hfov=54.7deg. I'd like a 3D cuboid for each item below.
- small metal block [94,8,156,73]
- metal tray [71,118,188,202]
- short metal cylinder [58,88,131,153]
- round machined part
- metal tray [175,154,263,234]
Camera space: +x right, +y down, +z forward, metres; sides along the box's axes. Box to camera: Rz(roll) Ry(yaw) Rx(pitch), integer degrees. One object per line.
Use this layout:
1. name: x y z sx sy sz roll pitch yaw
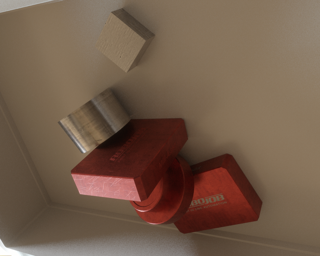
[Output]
1. small metal block: -0.042 -0.103 0.366 0.050 0.025 0.050 40 129 1
2. metal tray: -0.031 0.031 0.375 0.090 0.131 0.030 0 118 28
3. short metal cylinder: -0.086 -0.011 0.410 0.080 0.080 0.050 -26 105 36
4. round machined part: -0.006 0.077 0.412 0.098 0.042 0.098 -16 65 40
5. metal tray: 0.061 0.096 0.432 0.130 0.030 0.090 -25 105 36
